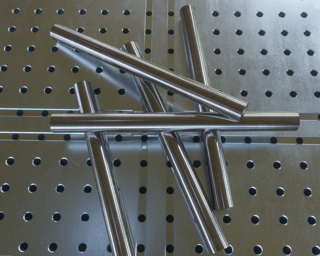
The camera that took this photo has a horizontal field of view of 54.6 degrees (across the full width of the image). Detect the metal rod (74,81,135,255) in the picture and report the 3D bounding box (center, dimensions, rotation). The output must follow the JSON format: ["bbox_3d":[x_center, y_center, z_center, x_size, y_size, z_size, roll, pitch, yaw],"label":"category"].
[{"bbox_3d":[-0.065,0.075,0.383,0.025,0.025,0.299,-16,71,-6],"label":"metal rod"}]

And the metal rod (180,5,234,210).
[{"bbox_3d":[0.060,-0.042,0.427,0.025,0.025,0.299,-6,70,-2],"label":"metal rod"}]

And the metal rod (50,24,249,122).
[{"bbox_3d":[-0.028,-0.081,0.413,0.300,0.025,0.025,26,72,20],"label":"metal rod"}]

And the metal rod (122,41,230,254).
[{"bbox_3d":[0.012,0.012,0.407,0.025,0.025,0.299,-21,71,-7],"label":"metal rod"}]

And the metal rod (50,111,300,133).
[{"bbox_3d":[0.019,-0.007,0.386,0.302,0.025,0.025,0,70,0],"label":"metal rod"}]
